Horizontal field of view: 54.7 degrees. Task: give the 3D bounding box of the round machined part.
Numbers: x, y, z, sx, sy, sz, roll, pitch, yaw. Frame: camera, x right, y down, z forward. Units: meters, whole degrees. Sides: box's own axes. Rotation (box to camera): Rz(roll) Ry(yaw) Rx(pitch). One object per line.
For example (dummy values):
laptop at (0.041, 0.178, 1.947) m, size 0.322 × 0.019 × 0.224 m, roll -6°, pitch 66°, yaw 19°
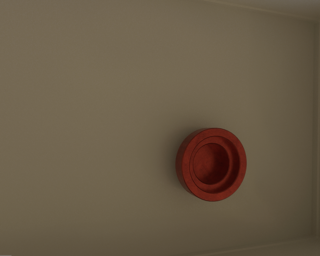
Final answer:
round machined part at (0.066, 0.048, 0.427) m, size 0.099 × 0.042 × 0.097 m, roll 0°, pitch 90°, yaw -21°
